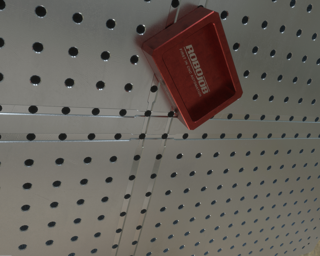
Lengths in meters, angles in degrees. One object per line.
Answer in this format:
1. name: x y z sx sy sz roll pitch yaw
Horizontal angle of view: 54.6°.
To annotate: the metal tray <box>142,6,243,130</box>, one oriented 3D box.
1. metal tray: 0.046 -0.070 0.388 0.090 0.030 0.130 -35 129 -5
